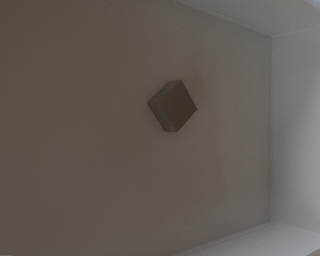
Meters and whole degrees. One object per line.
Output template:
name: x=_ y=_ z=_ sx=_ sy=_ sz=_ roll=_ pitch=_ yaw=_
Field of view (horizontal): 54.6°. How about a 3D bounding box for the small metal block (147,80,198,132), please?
small metal block: x=0.018 y=-0.030 z=0.420 sx=0.050 sy=0.025 sz=0.050 roll=-47 pitch=118 yaw=-30
